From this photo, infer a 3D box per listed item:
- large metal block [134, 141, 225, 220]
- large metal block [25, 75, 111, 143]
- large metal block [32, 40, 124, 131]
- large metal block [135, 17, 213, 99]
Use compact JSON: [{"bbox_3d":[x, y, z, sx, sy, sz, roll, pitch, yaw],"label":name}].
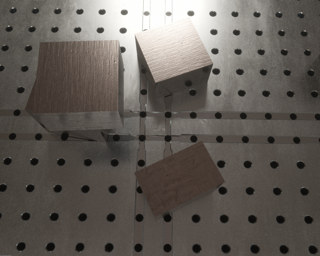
[{"bbox_3d":[0.020,0.065,0.359,0.080,0.080,0.050,-25,72,-9],"label":"large metal block"},{"bbox_3d":[-0.107,-0.023,0.390,0.080,0.080,0.050,10,71,3],"label":"large metal block"},{"bbox_3d":[-0.081,-0.044,0.329,0.081,0.050,0.080,-2,70,-1],"label":"large metal block"},{"bbox_3d":[0.018,-0.097,0.434,0.081,0.050,0.080,-20,71,-7],"label":"large metal block"}]
